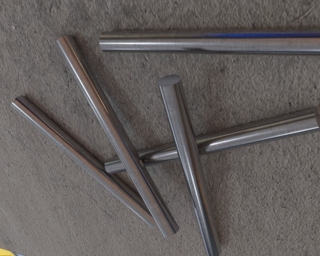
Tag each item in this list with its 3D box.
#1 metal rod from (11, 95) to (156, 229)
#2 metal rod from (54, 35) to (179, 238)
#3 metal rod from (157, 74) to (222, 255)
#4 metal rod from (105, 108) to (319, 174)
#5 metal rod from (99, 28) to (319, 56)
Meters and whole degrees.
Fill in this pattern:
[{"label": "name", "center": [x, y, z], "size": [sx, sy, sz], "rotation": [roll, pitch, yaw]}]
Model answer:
[{"label": "metal rod", "center": [-0.117, 0.055, 0.502], "size": [0.300, 0.025, 0.025], "rotation": [41, 129, 0]}, {"label": "metal rod", "center": [-0.055, 0.016, 0.419], "size": [0.025, 0.025, 0.299], "rotation": [-24, 98, 36]}, {"label": "metal rod", "center": [0.046, 0.070, 0.399], "size": [0.025, 0.025, 0.298], "rotation": [2, 128, 27]}, {"label": "metal rod", "center": [0.042, 0.025, 0.400], "size": [0.300, 0.025, 0.025], "rotation": [-16, 110, 34]}, {"label": "metal rod", "center": [0.070, -0.087, 0.315], "size": [0.301, 0.025, 0.025], "rotation": [7, 122, 24]}]
